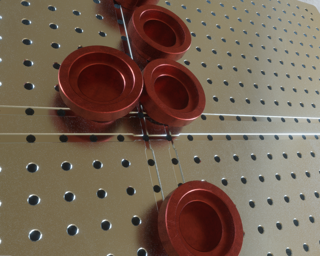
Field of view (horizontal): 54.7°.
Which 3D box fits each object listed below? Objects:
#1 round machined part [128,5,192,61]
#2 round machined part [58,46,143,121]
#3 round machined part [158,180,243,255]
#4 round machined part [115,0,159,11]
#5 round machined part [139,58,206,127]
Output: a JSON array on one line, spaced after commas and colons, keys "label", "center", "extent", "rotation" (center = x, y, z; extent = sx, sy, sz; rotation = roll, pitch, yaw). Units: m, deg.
[{"label": "round machined part", "center": [-0.004, -0.141, 0.483], "extent": [0.099, 0.042, 0.098], "rotation": [14, 56, -21]}, {"label": "round machined part", "center": [-0.073, -0.051, 0.382], "extent": [0.099, 0.042, 0.098], "rotation": [7, 61, -12]}, {"label": "round machined part", "center": [0.042, 0.113, 0.352], "extent": [0.099, 0.042, 0.098], "rotation": [14, 56, -21]}, {"label": "round machined part", "center": [-0.045, -0.237, 0.519], "extent": [0.099, 0.042, 0.098], "rotation": [14, 56, -21]}, {"label": "round machined part", "center": [0.011, -0.044, 0.429], "extent": [0.099, 0.042, 0.098], "rotation": [17, 54, -25]}]
